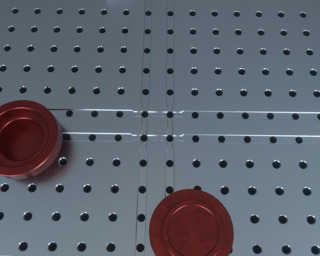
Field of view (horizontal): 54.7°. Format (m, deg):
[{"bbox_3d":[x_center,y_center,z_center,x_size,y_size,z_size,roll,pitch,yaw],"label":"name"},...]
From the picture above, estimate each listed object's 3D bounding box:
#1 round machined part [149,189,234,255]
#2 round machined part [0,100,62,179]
[{"bbox_3d":[0.037,0.120,0.359,0.099,0.042,0.098,0,70,0],"label":"round machined part"},{"bbox_3d":[-0.174,0.017,0.395,0.099,0.042,0.098,0,70,0],"label":"round machined part"}]
